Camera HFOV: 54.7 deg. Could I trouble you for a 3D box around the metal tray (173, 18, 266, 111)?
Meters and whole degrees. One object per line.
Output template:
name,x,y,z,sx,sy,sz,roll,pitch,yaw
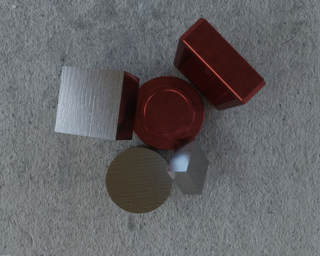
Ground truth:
metal tray,0.060,-0.065,0.358,0.030,0.130,0.090,-44,91,0

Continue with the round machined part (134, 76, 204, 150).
round machined part,0.009,-0.020,0.404,0.099,0.042,0.097,0,90,-1

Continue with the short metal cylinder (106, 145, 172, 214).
short metal cylinder,-0.025,0.063,0.399,0.081,0.050,0.079,0,90,-1

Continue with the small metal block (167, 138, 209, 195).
small metal block,0.037,0.049,0.388,0.025,0.050,0.050,-6,135,30

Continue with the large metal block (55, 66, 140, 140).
large metal block,-0.076,-0.030,0.385,0.080,0.050,0.079,7,90,16
